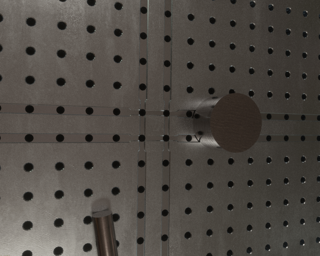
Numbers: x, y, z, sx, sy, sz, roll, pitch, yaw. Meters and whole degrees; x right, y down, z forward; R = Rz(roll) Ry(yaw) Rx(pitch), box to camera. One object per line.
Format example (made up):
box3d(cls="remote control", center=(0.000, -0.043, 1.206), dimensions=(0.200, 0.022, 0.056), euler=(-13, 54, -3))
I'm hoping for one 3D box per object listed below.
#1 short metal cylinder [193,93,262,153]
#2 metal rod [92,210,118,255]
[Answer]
box3d(cls="short metal cylinder", center=(0.094, -0.007, 0.435), dimensions=(0.081, 0.050, 0.079), euler=(0, 90, -20))
box3d(cls="metal rod", center=(-0.053, 0.255, 0.394), dimensions=(0.025, 0.025, 0.298), euler=(-8, 93, -20))
